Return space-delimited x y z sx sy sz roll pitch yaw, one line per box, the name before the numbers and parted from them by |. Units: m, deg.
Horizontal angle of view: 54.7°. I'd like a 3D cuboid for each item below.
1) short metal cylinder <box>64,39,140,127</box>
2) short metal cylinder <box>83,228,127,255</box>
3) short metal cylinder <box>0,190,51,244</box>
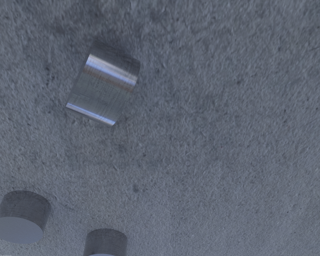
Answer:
short metal cylinder | -0.062 -0.047 0.330 0.050 0.080 0.080 24 126 -19
short metal cylinder | -0.104 0.236 0.590 0.081 0.050 0.079 0 130 0
short metal cylinder | -0.229 0.149 0.514 0.081 0.050 0.079 0 130 0
